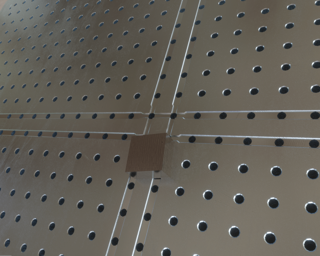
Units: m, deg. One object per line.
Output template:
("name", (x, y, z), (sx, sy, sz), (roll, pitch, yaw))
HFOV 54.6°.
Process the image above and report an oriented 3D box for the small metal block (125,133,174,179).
("small metal block", (-0.012, 0.036, 0.394), (0.050, 0.025, 0.050), (-6, 59, 25))
